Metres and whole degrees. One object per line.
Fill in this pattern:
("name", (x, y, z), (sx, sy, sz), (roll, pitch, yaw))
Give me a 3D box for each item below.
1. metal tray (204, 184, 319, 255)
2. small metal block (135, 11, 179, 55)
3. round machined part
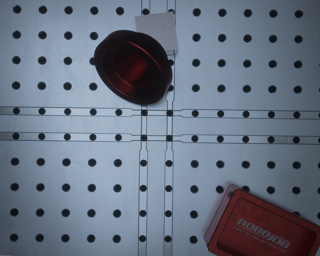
("metal tray", (0.137, 0.144, 0.411), (0.131, 0.030, 0.090), (26, 90, 0))
("small metal block", (-0.004, -0.123, 0.413), (0.050, 0.025, 0.050), (-8, 90, 0))
("round machined part", (-0.029, -0.079, 0.386), (0.098, 0.097, 0.042), (31, 55, 0))
